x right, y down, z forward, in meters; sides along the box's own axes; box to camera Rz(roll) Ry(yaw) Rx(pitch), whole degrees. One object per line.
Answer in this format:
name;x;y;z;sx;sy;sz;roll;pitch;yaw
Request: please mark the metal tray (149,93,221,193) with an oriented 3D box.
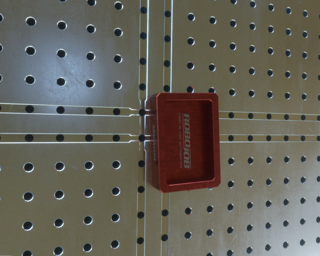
metal tray;0.035;0.018;0.424;0.091;0.030;0.129;-2;91;-21
